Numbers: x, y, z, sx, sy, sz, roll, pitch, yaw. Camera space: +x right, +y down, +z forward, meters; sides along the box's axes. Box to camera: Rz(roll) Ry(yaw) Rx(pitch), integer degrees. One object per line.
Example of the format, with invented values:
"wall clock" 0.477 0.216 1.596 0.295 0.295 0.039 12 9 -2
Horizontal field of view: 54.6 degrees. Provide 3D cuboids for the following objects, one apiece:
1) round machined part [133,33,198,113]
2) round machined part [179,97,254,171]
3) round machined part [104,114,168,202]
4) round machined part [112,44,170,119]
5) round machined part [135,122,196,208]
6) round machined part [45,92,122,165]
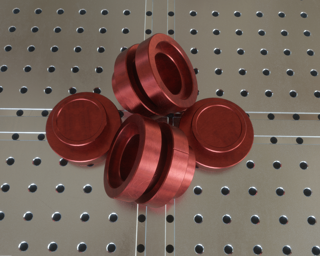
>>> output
"round machined part" 0.003 -0.064 0.390 0.042 0.099 0.098 -21 65 35
"round machined part" 0.073 0.004 0.402 0.099 0.042 0.098 0 70 0
"round machined part" -0.024 0.036 0.355 0.042 0.098 0.098 21 68 -27
"round machined part" -0.024 -0.056 0.405 0.042 0.099 0.098 -21 65 35
"round machined part" 0.005 0.046 0.366 0.042 0.098 0.098 21 68 -26
"round machined part" -0.100 -0.004 0.403 0.099 0.042 0.098 0 70 0
